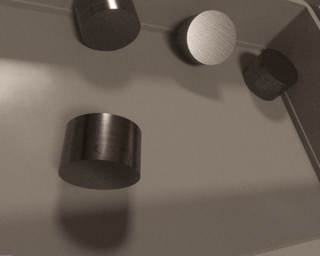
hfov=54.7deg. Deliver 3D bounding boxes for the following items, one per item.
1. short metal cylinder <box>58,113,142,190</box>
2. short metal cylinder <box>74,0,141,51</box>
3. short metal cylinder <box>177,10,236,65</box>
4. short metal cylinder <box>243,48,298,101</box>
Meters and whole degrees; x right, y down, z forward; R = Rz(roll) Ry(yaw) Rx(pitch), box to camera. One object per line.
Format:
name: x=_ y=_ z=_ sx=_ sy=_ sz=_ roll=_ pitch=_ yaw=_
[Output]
short metal cylinder: x=-0.060 y=0.027 z=0.322 sx=0.081 sy=0.080 sz=0.050 roll=13 pitch=57 yaw=-22
short metal cylinder: x=-0.072 y=-0.151 z=0.425 sx=0.081 sy=0.080 sz=0.050 roll=-4 pitch=64 yaw=-30
short metal cylinder: x=0.073 y=-0.141 z=0.491 sx=0.081 sy=0.050 sz=0.079 roll=-3 pitch=103 yaw=-14
short metal cylinder: x=0.198 y=-0.096 z=0.558 sx=0.081 sy=0.050 sz=0.080 roll=14 pitch=56 yaw=-21
